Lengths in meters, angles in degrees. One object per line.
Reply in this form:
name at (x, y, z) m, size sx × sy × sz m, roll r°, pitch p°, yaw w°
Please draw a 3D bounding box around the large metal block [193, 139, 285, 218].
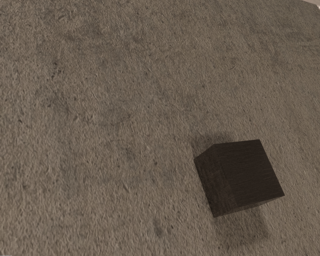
large metal block at (0.102, 0.064, 0.405) m, size 0.081 × 0.050 × 0.080 m, roll -4°, pitch 64°, yaw -30°
